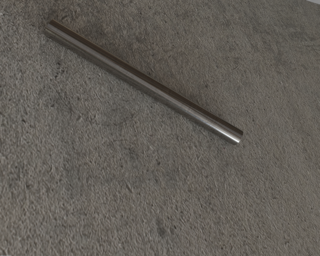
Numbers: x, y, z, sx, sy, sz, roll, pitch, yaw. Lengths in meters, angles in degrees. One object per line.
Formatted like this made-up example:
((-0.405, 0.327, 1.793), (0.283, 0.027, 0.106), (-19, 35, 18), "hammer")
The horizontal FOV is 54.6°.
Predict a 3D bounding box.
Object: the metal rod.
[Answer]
((-0.015, -0.058, 0.430), (0.301, 0.025, 0.025), (29, 52, -9), "metal rod")
